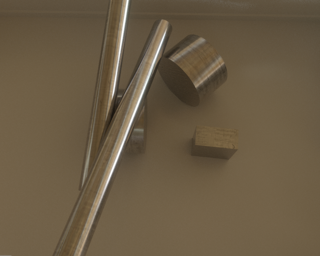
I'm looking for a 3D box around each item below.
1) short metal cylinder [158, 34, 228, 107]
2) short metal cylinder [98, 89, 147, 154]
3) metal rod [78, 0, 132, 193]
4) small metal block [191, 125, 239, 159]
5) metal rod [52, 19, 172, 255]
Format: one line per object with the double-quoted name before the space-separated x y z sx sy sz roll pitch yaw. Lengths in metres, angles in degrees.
"short metal cylinder" 0.041 -0.075 0.408 0.050 0.080 0.080 -41 75 -13
"short metal cylinder" -0.043 -0.009 0.383 0.050 0.080 0.080 2 70 0
"metal rod" -0.053 -0.081 0.341 0.025 0.025 0.299 7 81 2
"small metal block" 0.068 0.019 0.390 0.050 0.050 0.025 6 70 2
"metal rod" -0.038 -0.005 0.319 0.025 0.025 0.300 16 60 5
